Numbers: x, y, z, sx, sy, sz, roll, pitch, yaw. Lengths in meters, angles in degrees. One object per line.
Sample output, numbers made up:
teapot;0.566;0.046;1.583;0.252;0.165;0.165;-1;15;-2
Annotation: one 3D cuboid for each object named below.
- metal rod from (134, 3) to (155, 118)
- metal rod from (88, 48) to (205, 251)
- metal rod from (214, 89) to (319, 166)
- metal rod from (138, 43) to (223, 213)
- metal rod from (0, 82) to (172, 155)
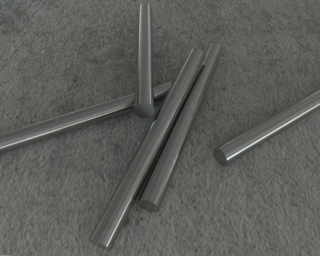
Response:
metal rod;-0.024;-0.125;0.487;0.025;0.025;0.300;-1;44;-1
metal rod;-0.002;0.003;0.386;0.025;0.025;0.300;18;56;14
metal rod;0.199;-0.027;0.428;0.302;0.025;0.025;-26;55;-21
metal rod;0.040;-0.024;0.423;0.025;0.025;0.301;16;52;13
metal rod;-0.121;-0.007;0.407;0.302;0.025;0.025;-19;53;-16
